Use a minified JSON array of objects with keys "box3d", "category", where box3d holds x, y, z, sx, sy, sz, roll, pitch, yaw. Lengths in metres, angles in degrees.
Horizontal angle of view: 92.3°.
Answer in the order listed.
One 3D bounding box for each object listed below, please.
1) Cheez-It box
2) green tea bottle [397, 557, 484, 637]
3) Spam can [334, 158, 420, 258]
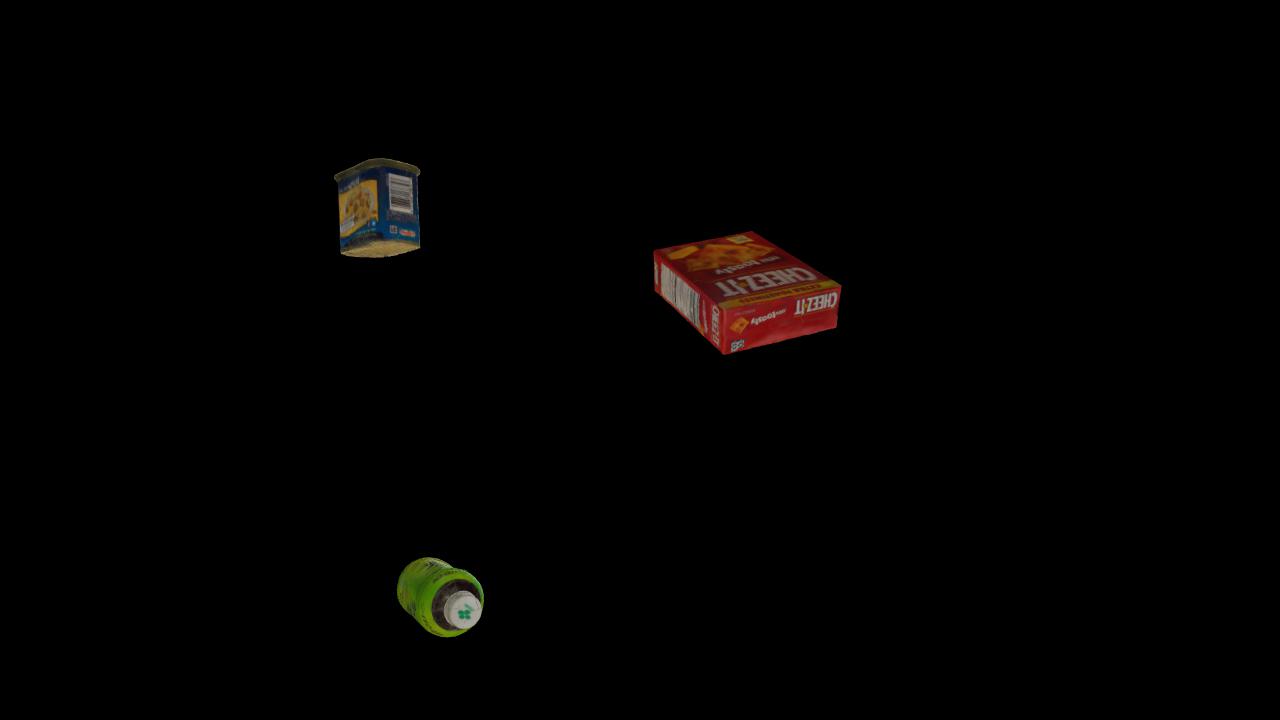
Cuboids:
[{"box3d":[0.133,-0.098,0.827,0.166,0.071,0.223,-14,33,-16],"category":"Cheez-It box"},{"box3d":[-0.216,0.261,0.677,0.073,0.073,0.212,0,-11,-32],"category":"green tea bottle"},{"box3d":[-0.280,-0.158,0.658,0.101,0.085,0.058,-3,0,39],"category":"Spam can"}]
